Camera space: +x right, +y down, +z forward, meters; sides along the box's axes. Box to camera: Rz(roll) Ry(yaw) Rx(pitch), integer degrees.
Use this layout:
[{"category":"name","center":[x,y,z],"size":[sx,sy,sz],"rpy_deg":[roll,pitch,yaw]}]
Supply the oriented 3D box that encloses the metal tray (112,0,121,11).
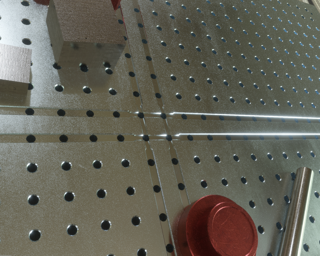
[{"category":"metal tray","center":[-0.128,-0.239,0.483],"size":[0.131,0.030,0.090],"rpy_deg":[5,60,-26]}]

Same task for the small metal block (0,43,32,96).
[{"category":"small metal block","center":[-0.177,-0.068,0.355],"size":[0.050,0.025,0.050],"rpy_deg":[6,59,-25]}]

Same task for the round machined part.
[{"category":"round machined part","center":[0.074,0.125,0.363],"size":[0.099,0.042,0.098],"rpy_deg":[14,56,-21]}]

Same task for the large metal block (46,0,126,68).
[{"category":"large metal block","center":[-0.101,-0.129,0.417],"size":[0.081,0.050,0.080],"rpy_deg":[-6,65,-31]}]

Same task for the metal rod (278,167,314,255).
[{"category":"metal rod","center":[0.165,0.167,0.397],"size":[0.025,0.025,0.301],"rpy_deg":[37,51,-4]}]
